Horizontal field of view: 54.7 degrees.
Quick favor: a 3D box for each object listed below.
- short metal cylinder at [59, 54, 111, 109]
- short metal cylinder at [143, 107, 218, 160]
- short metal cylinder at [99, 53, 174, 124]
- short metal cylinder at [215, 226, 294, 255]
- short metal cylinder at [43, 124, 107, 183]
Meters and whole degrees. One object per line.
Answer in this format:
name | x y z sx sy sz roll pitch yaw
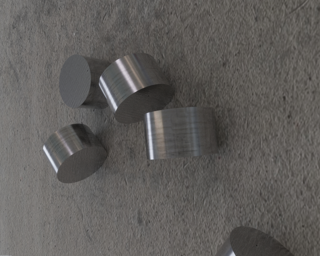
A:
short metal cylinder | -0.112 -0.070 0.482 0.080 0.050 0.080 0 90 40
short metal cylinder | 0.023 0.007 0.350 0.080 0.081 0.050 -8 85 40
short metal cylinder | -0.030 -0.049 0.394 0.080 0.081 0.050 -43 64 31
short metal cylinder | 0.090 0.142 0.295 0.080 0.081 0.050 40 115 32
short metal cylinder | -0.130 0.039 0.477 0.050 0.081 0.080 49 119 28
